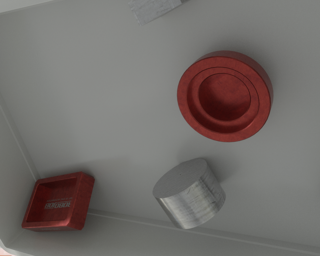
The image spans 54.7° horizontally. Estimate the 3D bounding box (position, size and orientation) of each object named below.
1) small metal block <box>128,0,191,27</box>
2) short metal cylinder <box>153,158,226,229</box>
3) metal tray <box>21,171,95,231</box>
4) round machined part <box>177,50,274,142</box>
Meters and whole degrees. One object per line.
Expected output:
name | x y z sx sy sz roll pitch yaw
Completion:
small metal block | 0.004 -0.129 0.309 0.050 0.050 0.025 -17 110 34
short metal cylinder | 0.038 0.084 0.404 0.080 0.080 0.050 -22 107 36
metal tray | -0.177 0.129 0.535 0.130 0.090 0.030 -14 144 33
round machined part | 0.072 -0.037 0.337 0.098 0.042 0.097 13 124 20
